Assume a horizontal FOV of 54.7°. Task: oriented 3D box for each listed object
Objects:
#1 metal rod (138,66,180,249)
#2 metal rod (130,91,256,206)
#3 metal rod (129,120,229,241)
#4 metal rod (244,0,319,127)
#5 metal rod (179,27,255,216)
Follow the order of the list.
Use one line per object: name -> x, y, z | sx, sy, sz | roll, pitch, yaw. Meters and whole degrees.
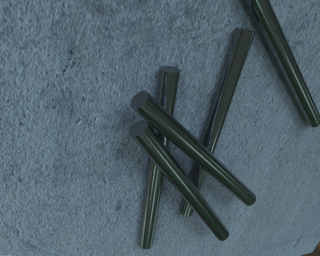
metal rod -> -0.006, 0.060, 0.440 | 0.025, 0.025, 0.298 | -7, 122, -25
metal rod -> 0.065, 0.045, 0.436 | 0.025, 0.025, 0.301 | -46, 129, 4
metal rod -> 0.043, 0.094, 0.454 | 0.025, 0.025, 0.300 | -38, 130, -3
metal rod -> 0.188, -0.090, 0.453 | 0.025, 0.025, 0.300 | -45, 129, 3
metal rod -> 0.075, 0.008, 0.452 | 0.025, 0.025, 0.298 | -1, 119, -28
